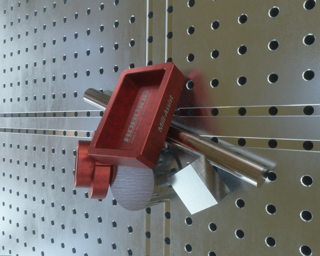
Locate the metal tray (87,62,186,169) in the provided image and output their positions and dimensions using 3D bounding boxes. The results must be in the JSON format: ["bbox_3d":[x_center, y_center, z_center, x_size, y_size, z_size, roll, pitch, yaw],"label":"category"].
[{"bbox_3d":[-0.028,-0.017,0.386,0.090,0.030,0.130,0,61,39],"label":"metal tray"}]

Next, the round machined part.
[{"bbox_3d":[-0.099,0.052,0.444,0.098,0.042,0.097,-175,89,-73],"label":"round machined part"}]

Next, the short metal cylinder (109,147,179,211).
[{"bbox_3d":[-0.021,0.063,0.406,0.080,0.050,0.079,0,90,40],"label":"short metal cylinder"}]

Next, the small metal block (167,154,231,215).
[{"bbox_3d":[0.043,0.065,0.354,0.050,0.025,0.050,55,140,7],"label":"small metal block"}]

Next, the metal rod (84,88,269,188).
[{"bbox_3d":[-0.003,-0.001,0.407,0.300,0.025,0.025,25,106,37],"label":"metal rod"}]
